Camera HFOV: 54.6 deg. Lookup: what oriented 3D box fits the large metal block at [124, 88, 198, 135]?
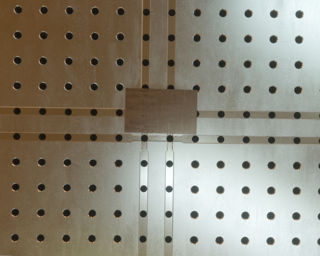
[{"bbox_3d":[0.001,-0.019,0.386,0.080,0.080,0.050,2,90,0],"label":"large metal block"}]
